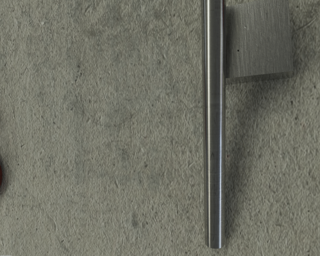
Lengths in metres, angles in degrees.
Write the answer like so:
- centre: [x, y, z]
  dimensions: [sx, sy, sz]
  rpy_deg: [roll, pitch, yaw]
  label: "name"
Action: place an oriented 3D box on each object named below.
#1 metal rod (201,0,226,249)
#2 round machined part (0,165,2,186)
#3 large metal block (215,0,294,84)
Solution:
- centre: [0.061, -0.001, 0.348]
  dimensions: [0.025, 0.025, 0.298]
  rpy_deg: [2, 106, 20]
  label: "metal rod"
- centre: [-0.312, 0.076, 0.502]
  dimensions: [0.098, 0.042, 0.097]
  rpy_deg: [2, 100, 14]
  label: "round machined part"
- centre: [0.107, -0.097, 0.358]
  dimensions: [0.080, 0.050, 0.080]
  rpy_deg: [-4, 89, 20]
  label: "large metal block"
